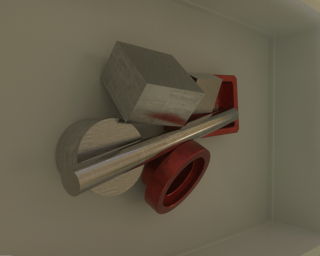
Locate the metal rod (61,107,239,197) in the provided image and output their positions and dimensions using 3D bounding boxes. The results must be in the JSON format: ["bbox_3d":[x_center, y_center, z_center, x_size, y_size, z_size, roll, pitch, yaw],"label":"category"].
[{"bbox_3d":[0.019,0.012,0.369,0.302,0.025,0.025,-20,103,-49],"label":"metal rod"}]

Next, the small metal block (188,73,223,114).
[{"bbox_3d":[0.053,-0.048,0.423,0.050,0.025,0.050,-6,120,-40],"label":"small metal block"}]

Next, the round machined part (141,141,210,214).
[{"bbox_3d":[0.015,0.056,0.388,0.099,0.042,0.097,-38,149,-27],"label":"round machined part"}]

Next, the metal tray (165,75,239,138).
[{"bbox_3d":[0.064,-0.033,0.456,0.131,0.030,0.089,-6,94,-40],"label":"metal tray"}]

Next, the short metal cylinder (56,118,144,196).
[{"bbox_3d":[-0.063,0.030,0.336,0.081,0.050,0.079,0,90,-40],"label":"short metal cylinder"}]

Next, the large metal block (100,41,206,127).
[{"bbox_3d":[-0.010,-0.049,0.352,0.081,0.080,0.050,4,130,-39],"label":"large metal block"}]
